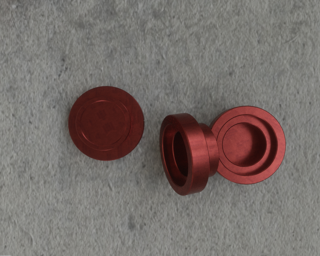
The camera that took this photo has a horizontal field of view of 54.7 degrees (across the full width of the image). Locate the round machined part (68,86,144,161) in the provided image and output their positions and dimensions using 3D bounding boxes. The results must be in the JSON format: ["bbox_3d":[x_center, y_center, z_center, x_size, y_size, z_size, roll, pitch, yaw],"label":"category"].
[{"bbox_3d":[-0.070,-0.006,0.401,0.099,0.042,0.097,0,90,-1],"label":"round machined part"}]

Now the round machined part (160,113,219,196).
[{"bbox_3d":[0.037,0.030,0.377,0.042,0.098,0.097,-8,90,-20],"label":"round machined part"}]

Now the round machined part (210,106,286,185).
[{"bbox_3d":[0.106,0.021,0.402,0.099,0.042,0.097,0,90,-3],"label":"round machined part"}]
